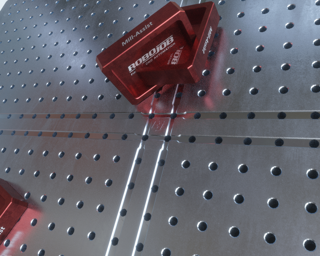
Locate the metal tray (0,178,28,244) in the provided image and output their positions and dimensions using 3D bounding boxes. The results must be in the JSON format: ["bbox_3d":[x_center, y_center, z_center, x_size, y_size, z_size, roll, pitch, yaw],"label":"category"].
[{"bbox_3d":[-0.266,0.144,0.458,0.090,0.030,0.130,24,75,36],"label":"metal tray"}]

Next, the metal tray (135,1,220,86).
[{"bbox_3d":[0.027,-0.123,0.451,0.090,0.030,0.130,2,58,32],"label":"metal tray"}]

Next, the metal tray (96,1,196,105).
[{"bbox_3d":[-0.011,-0.100,0.434,0.130,0.090,0.030,-35,51,4],"label":"metal tray"}]
